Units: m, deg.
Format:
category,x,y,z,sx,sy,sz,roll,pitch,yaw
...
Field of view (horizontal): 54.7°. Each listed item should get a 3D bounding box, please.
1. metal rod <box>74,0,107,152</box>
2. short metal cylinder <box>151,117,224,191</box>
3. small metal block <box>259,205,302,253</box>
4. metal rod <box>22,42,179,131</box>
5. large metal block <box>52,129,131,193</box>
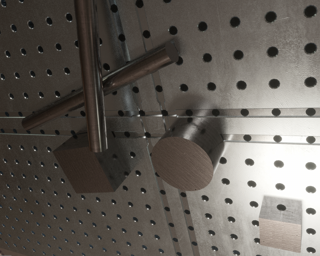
category,x,y,z,sx,sy,sz,roll,pitch,yaw
metal rod,-0.084,-0.109,0.363,0.025,0.025,0.298,10,116,22
short metal cylinder,0.036,0.033,0.395,0.080,0.050,0.079,13,124,20
small metal block,0.160,0.133,0.409,0.050,0.025,0.050,3,120,26
metal rod,-0.103,-0.046,0.434,0.300,0.025,0.025,-19,109,35
large metal block,-0.105,0.053,0.481,0.080,0.050,0.080,-9,114,32
